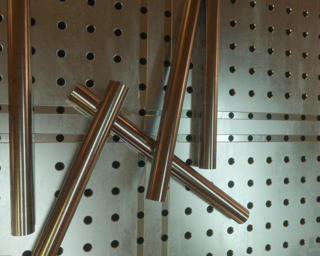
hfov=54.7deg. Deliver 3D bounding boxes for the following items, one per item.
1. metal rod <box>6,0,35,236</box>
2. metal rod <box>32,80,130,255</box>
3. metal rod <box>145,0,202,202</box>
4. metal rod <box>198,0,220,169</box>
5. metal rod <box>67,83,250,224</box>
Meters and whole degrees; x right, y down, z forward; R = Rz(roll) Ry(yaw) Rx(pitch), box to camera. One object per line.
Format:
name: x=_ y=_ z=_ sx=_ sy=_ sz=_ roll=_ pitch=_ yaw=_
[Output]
metal rod: x=-0.159 y=-0.029 z=0.353 sx=0.025 sy=0.025 sz=0.298 roll=-1 pitch=90 yaw=-20
metal rod: x=-0.107 y=0.086 z=0.358 sx=0.025 sy=0.025 sz=0.299 roll=24 pitch=88 yaw=-19
metal rod: x=0.022 y=-0.056 z=0.404 sx=0.025 sy=0.025 sz=0.299 roll=15 pitch=79 yaw=-20
metal rod: x=0.071 y=-0.092 z=0.439 sx=0.025 sy=0.025 sz=0.298 roll=2 pitch=90 yaw=-20
metal rod: x=0.009 y=0.043 z=0.417 sx=0.301 sy=0.025 sz=0.025 roll=38 pitch=78 yaw=-17
